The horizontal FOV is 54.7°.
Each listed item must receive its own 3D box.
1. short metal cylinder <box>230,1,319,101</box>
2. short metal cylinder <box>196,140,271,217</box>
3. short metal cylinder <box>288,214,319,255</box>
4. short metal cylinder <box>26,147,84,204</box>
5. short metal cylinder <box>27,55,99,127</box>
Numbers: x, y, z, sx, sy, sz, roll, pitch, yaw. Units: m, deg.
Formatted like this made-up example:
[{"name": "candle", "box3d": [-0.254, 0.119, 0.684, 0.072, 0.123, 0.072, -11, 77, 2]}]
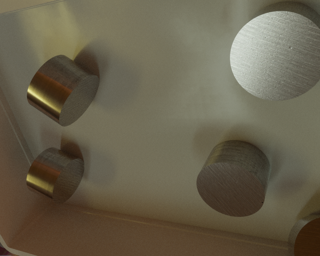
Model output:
[{"name": "short metal cylinder", "box3d": [0.112, -0.072, 0.289, 0.080, 0.050, 0.079, 13, 124, 21]}, {"name": "short metal cylinder", "box3d": [0.092, 0.062, 0.382, 0.080, 0.050, 0.079, 13, 124, 21]}, {"name": "short metal cylinder", "box3d": [0.192, 0.140, 0.352, 0.080, 0.050, 0.080, -3, 77, 14]}, {"name": "short metal cylinder", "box3d": [-0.170, 0.078, 0.511, 0.050, 0.080, 0.079, 21, 126, 15]}, {"name": "short metal cylinder", "box3d": [-0.126, -0.049, 0.409, 0.050, 0.080, 0.079, 34, 129, 6]}]
